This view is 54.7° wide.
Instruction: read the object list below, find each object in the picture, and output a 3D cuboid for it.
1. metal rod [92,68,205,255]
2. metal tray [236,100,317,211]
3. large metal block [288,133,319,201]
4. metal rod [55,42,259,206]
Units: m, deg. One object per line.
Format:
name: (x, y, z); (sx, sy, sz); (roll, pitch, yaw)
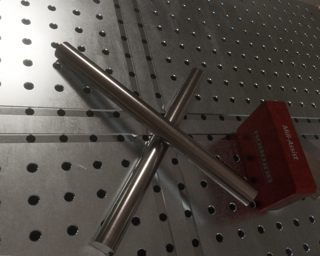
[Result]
metal rod: (0.002, 0.017, 0.400); (0.025, 0.025, 0.301); (34, 51, -6)
metal tray: (0.152, 0.039, 0.424); (0.030, 0.090, 0.130); (1, 61, -16)
large metal block: (0.202, 0.047, 0.455); (0.080, 0.050, 0.080); (34, 23, -6)
metal rod: (-0.010, -0.010, 0.381); (0.300, 0.025, 0.025); (38, 50, 8)
